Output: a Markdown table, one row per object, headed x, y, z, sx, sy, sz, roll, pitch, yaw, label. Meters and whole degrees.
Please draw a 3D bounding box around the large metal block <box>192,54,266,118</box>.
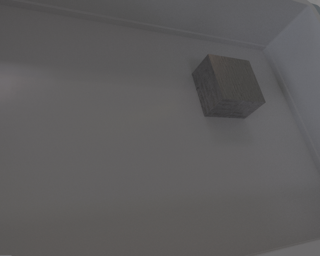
| x | y | z | sx | sy | sz | roll | pitch | yaw | label |
| --- | --- | --- | --- | --- | --- | --- | --- | --- | --- |
| 0.105 | -0.063 | 0.484 | 0.081 | 0.050 | 0.080 | 2 | 61 | -27 | large metal block |
